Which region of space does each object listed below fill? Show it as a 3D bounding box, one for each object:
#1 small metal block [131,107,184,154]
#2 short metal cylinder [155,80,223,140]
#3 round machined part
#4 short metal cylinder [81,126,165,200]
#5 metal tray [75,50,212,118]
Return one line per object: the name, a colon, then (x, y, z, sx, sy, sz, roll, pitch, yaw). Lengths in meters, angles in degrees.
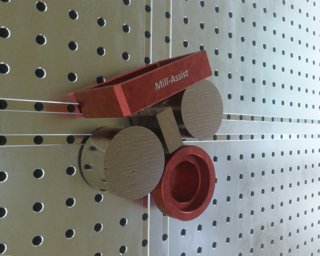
small metal block: (-0.004, 0.003, 0.384, 0.025, 0.050, 0.050, -32, 110, -36)
short metal cylinder: (0.041, -0.024, 0.422, 0.081, 0.050, 0.079, 0, 90, -40)
round machined part: (0.027, 0.071, 0.416, 0.099, 0.042, 0.097, 0, 90, -40)
short metal cylinder: (-0.042, 0.037, 0.353, 0.081, 0.050, 0.079, 0, 90, -40)
metal tray: (-0.016, -0.050, 0.347, 0.131, 0.090, 0.030, -29, 109, -36)
